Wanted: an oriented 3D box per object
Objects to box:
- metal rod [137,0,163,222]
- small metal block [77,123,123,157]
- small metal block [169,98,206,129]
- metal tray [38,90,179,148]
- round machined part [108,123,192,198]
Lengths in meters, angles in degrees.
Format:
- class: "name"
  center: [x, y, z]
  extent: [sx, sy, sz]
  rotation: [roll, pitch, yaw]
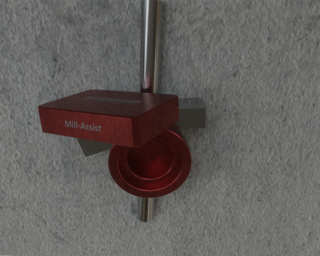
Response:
- class: "metal rod"
  center: [-0.015, -0.008, 0.408]
  extent: [0.025, 0.025, 0.298]
  rotation: [2, 110, -1]
- class: "small metal block"
  center: [-0.073, 0.008, 0.400]
  extent: [0.050, 0.050, 0.025]
  rotation: [-18, 109, 6]
- class: "small metal block"
  center: [0.029, -0.020, 0.391]
  extent: [0.050, 0.050, 0.025]
  rotation: [-1, 110, 0]
- class: "metal tray"
  center: [-0.055, -0.016, 0.345]
  extent: [0.130, 0.091, 0.030]
  rotation: [7, 112, 28]
- class: "round machined part"
  center: [-0.012, 0.034, 0.385]
  extent: [0.099, 0.042, 0.097]
  rotation: [-1, 114, -2]
